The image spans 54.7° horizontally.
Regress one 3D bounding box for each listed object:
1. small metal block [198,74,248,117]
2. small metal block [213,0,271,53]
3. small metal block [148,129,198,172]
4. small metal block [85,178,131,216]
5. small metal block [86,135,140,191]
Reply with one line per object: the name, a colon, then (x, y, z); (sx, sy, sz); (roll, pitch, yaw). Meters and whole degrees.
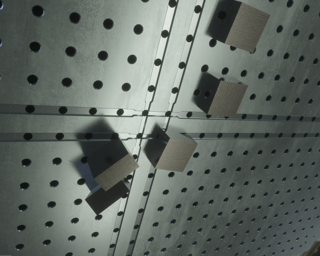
small metal block: (0.088, -0.044, 0.434); (0.050, 0.025, 0.050); (4, 116, -31)
small metal block: (0.103, -0.128, 0.390); (0.050, 0.025, 0.050); (7, 115, -32)
small metal block: (0.018, 0.033, 0.444); (0.050, 0.025, 0.050); (13, 112, -34)
small metal block: (-0.067, 0.083, 0.408); (0.050, 0.050, 0.025); (-37, 92, -4)
small metal block: (-0.060, 0.043, 0.388); (0.050, 0.050, 0.025); (-36, 123, -5)
